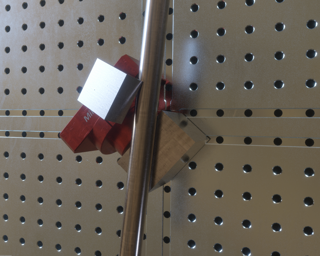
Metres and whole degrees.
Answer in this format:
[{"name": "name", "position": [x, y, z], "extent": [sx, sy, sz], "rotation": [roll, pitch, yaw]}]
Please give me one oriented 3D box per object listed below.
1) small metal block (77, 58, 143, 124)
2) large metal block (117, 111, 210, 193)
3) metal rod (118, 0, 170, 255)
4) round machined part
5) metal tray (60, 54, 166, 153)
[{"name": "small metal block", "position": [-0.053, -0.039, 0.326], "extent": [0.050, 0.025, 0.050], "rotation": [33, 99, 36]}, {"name": "large metal block", "position": [0.007, 0.027, 0.377], "extent": [0.050, 0.080, 0.080], "rotation": [45, 104, 14]}, {"name": "metal rod", "position": [-0.018, 0.011, 0.333], "extent": [0.025, 0.025, 0.298], "rotation": [7, 92, 19]}, {"name": "round machined part", "position": [-0.035, -0.001, 0.389], "extent": [0.042, 0.098, 0.098], "rotation": [44, 103, 14]}, {"name": "metal tray", "position": [-0.057, -0.027, 0.397], "extent": [0.030, 0.090, 0.130], "rotation": [45, 104, 14]}]
